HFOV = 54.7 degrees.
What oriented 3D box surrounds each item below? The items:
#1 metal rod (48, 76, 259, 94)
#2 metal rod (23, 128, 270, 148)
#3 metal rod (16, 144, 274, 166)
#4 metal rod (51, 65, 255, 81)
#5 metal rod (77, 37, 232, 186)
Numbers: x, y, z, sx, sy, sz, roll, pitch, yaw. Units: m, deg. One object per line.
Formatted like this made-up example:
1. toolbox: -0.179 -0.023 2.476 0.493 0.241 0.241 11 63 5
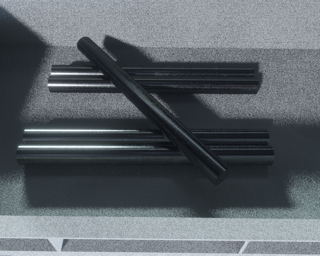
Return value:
1. metal rod: -0.010 -0.063 0.456 0.302 0.025 0.025 1 50 0
2. metal rod: -0.017 0.013 0.391 0.302 0.025 0.025 0 50 0
3. metal rod: -0.017 0.033 0.375 0.302 0.025 0.025 0 50 0
4. metal rod: -0.010 -0.082 0.472 0.302 0.025 0.025 1 50 0
5. metal rod: -0.025 -0.039 0.404 0.025 0.025 0.300 -31 57 -23
